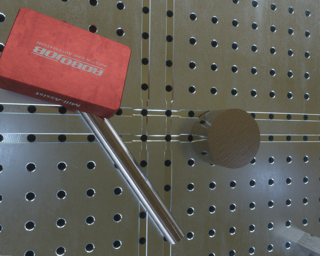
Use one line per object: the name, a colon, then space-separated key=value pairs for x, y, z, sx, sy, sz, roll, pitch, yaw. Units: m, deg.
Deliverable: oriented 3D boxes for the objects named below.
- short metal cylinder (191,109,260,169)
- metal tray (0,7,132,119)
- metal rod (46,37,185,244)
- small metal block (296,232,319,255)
short metal cylinder: x=0.091 y=0.014 z=0.433 sx=0.081 sy=0.050 sz=0.080 roll=0 pitch=90 yaw=-20
metal tray: x=-0.105 y=-0.072 z=0.356 sx=0.131 sy=0.030 sz=0.090 roll=17 pitch=66 yaw=-20
metal rod: x=-0.056 y=0.025 z=0.391 sx=0.025 sy=0.025 sz=0.299 roll=-36 pitch=102 yaw=-16
small metal block: x=0.256 y=0.201 z=0.494 sx=0.025 sy=0.050 sz=0.050 roll=-41 pitch=103 yaw=-15
